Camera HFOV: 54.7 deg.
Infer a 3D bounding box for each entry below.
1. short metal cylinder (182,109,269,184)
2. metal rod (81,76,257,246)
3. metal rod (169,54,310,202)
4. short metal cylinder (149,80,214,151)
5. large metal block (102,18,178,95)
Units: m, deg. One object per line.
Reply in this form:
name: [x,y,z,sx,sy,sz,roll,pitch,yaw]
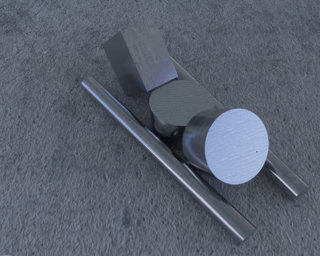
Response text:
short metal cylinder: [0.072,0.018,0.346,0.081,0.080,0.050,-25,12,-20]
metal rod: [-0.008,0.022,0.385,0.025,0.025,0.300,-33,58,-25]
metal rod: [0.077,-0.024,0.425,0.025,0.025,0.300,-26,55,-20]
short metal cylinder: [0.027,-0.017,0.403,0.081,0.050,0.080,0,50,0]
large metal block: [-0.029,-0.094,0.428,0.050,0.080,0.080,-29,14,-23]
